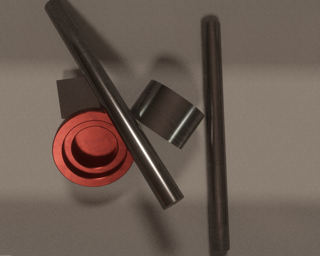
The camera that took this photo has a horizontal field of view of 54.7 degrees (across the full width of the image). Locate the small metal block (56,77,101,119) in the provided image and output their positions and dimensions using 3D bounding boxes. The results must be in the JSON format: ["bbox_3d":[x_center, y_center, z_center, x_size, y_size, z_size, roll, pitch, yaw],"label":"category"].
[{"bbox_3d":[-0.105,-0.040,0.410,0.050,0.025,0.050,-8,90,0],"label":"small metal block"}]

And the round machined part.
[{"bbox_3d":[-0.082,0.021,0.392,0.099,0.042,0.097,-4,108,-12],"label":"round machined part"}]

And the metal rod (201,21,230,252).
[{"bbox_3d":[0.074,0.011,0.412,0.025,0.025,0.298,-2,90,-1],"label":"metal rod"}]

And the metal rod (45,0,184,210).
[{"bbox_3d":[-0.063,-0.042,0.363,0.025,0.025,0.299,-33,71,0],"label":"metal rod"}]

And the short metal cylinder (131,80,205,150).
[{"bbox_3d":[0.008,-0.016,0.384,0.080,0.080,0.050,35,90,-1],"label":"short metal cylinder"}]
